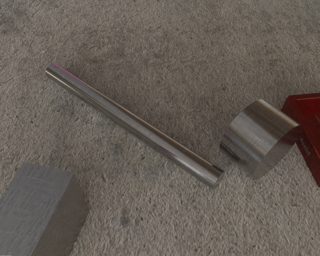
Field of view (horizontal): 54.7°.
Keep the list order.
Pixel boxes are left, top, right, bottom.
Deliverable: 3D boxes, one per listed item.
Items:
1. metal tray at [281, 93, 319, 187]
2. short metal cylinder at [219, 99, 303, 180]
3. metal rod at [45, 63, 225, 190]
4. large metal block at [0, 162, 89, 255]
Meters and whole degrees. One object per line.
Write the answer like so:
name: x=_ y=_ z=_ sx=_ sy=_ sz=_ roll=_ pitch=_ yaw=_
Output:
metal tray: x=0.223 y=0.010 z=0.394 sx=0.091 sy=0.030 sz=0.130 roll=-5 pitch=50 yaw=-5
short metal cylinder: x=0.116 y=0.013 z=0.358 sx=0.081 sy=0.080 sz=0.050 roll=-31 pitch=57 yaw=-24
metal rod: x=-0.049 y=-0.014 z=0.413 sx=0.300 sy=0.025 sz=0.025 roll=32 pitch=57 yaw=24
large metal block: x=-0.113 y=0.091 z=0.289 sx=0.050 sy=0.080 sz=0.080 roll=12 pitch=51 yaw=9
